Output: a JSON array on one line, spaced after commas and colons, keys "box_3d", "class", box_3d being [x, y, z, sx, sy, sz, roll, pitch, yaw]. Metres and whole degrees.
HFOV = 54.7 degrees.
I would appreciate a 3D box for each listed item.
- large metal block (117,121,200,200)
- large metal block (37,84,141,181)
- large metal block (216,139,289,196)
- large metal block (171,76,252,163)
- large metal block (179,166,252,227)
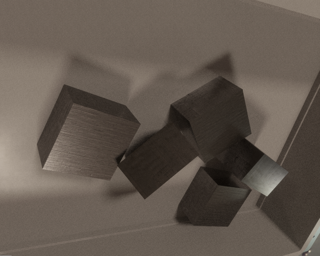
[{"box_3d": [-0.001, 0.040, 0.391, 0.080, 0.050, 0.080, -39, 175, -2], "class": "large metal block"}, {"box_3d": [-0.082, 0.007, 0.353, 0.081, 0.050, 0.080, 18, 109, -36], "class": "large metal block"}, {"box_3d": [0.138, 0.052, 0.483, 0.080, 0.080, 0.050, 31, 101, -38], "class": "large metal block"}, {"box_3d": [0.072, -0.012, 0.427, 0.080, 0.050, 0.080, -31, 129, -9], "class": "large metal block"}, {"box_3d": [0.091, 0.116, 0.517, 0.081, 0.050, 0.080, 14, 111, -35], "class": "large metal block"}]
